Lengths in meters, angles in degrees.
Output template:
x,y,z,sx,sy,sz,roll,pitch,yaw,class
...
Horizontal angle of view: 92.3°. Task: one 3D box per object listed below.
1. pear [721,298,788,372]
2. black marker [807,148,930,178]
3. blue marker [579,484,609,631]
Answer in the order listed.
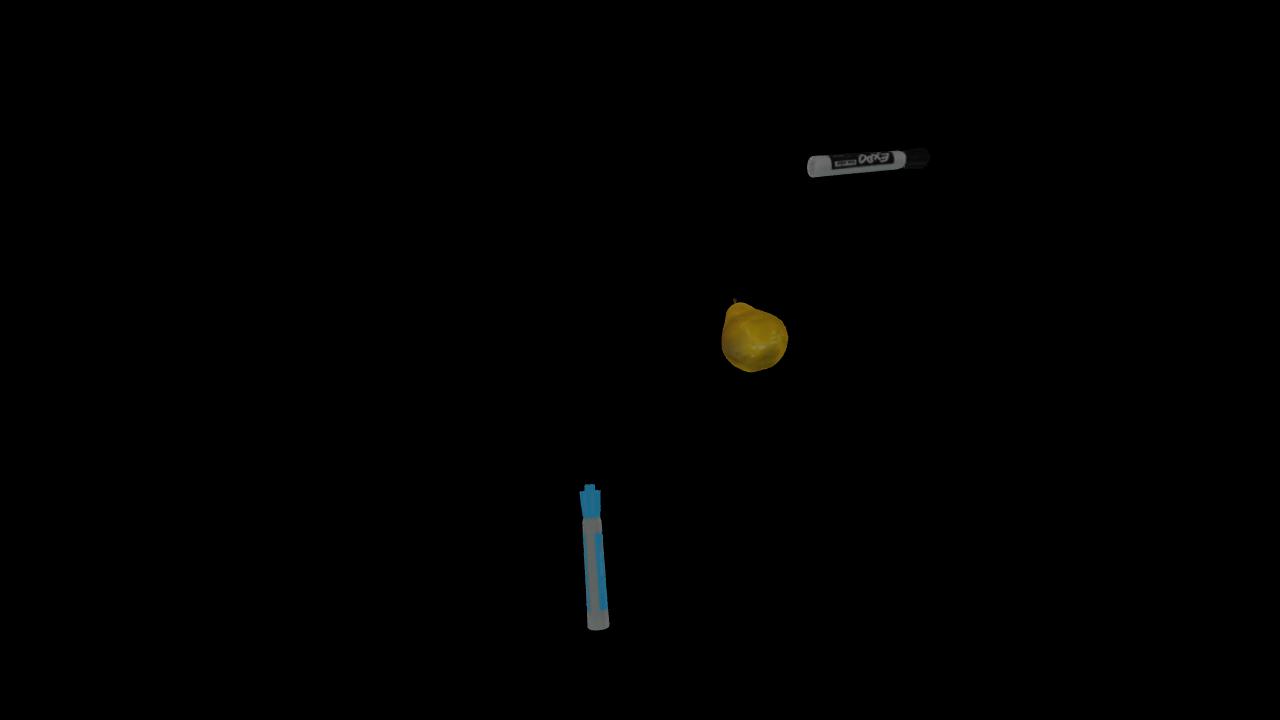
x,y,z,sx,sy,sz,roll,pitch,yaw,class
0.127,-0.041,0.748,0.080,0.080,0.111,0,44,-35,pear
0.214,-0.184,0.571,0.121,0.020,0.020,-8,2,-12,black marker
-0.040,0.169,0.535,0.020,0.121,0.020,-4,-8,-1,blue marker
